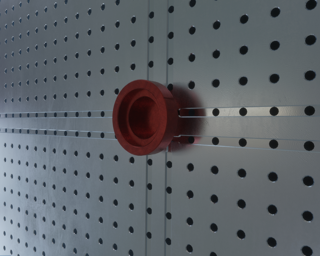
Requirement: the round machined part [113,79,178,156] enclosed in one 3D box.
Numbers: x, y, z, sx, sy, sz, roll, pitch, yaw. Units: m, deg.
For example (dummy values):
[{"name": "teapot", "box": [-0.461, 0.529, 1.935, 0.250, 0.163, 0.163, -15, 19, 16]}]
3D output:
[{"name": "round machined part", "box": [-0.015, -0.013, 0.412, 0.098, 0.042, 0.097, 0, 90, 40]}]
